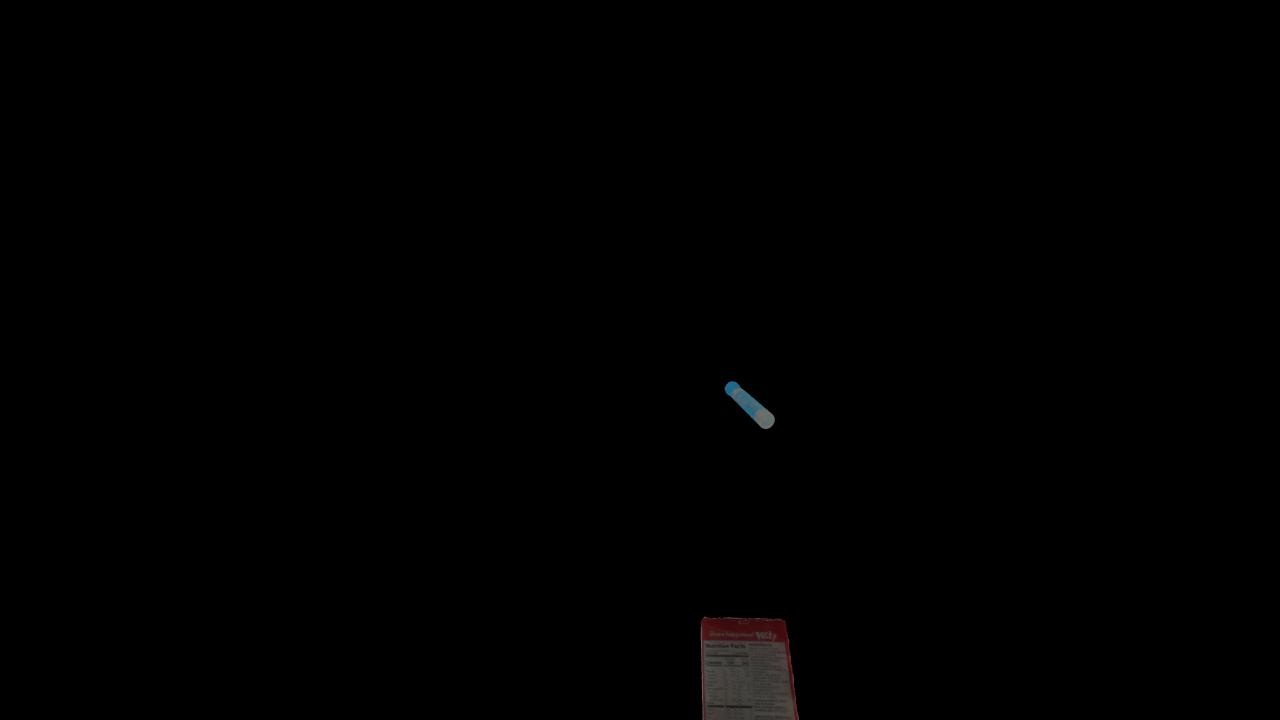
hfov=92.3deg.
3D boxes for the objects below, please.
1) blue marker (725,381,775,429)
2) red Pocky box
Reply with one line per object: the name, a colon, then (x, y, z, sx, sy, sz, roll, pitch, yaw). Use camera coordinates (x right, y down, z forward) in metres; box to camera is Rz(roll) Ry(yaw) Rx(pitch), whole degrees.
blue marker: (0.125, 0.050, 0.719, 0.020, 0.020, 0.121, 0, 15, -12)
red Pocky box: (0.096, 0.307, 0.540, 0.083, 0.028, 0.155, -1, 40, 6)
